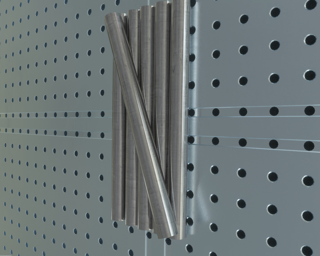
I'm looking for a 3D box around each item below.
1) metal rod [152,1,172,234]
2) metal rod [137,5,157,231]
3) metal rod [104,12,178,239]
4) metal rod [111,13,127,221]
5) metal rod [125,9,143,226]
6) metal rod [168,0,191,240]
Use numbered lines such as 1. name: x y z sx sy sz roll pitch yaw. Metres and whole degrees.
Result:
1. metal rod: 0.004 -0.013 0.408 0.025 0.025 0.298 1 91 40
2. metal rod: -0.017 -0.013 0.423 0.025 0.025 0.298 1 91 40
3. metal rod: -0.028 -0.013 0.401 0.025 0.025 0.299 -24 75 37
4. metal rod: -0.058 -0.015 0.457 0.025 0.025 0.298 1 91 40
5. metal rod: -0.035 -0.014 0.439 0.025 0.025 0.298 1 91 40
6. metal rod: 0.024 -0.012 0.391 0.025 0.025 0.298 2 91 40
